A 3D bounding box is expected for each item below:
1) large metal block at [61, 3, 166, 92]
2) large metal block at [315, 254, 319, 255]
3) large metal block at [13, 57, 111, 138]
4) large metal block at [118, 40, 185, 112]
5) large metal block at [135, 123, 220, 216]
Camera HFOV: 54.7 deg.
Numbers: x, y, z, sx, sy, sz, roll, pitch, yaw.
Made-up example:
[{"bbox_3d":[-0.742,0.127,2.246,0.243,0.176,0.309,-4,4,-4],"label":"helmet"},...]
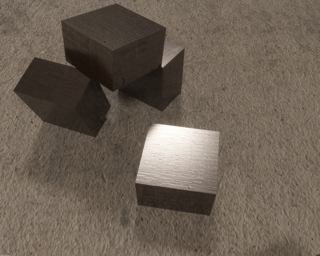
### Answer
[{"bbox_3d":[-0.052,-0.096,0.355,0.080,0.050,0.081,34,49,25],"label":"large metal block"},{"bbox_3d":[0.116,0.164,0.251,0.081,0.050,0.080,-18,53,-15],"label":"large metal block"},{"bbox_3d":[-0.118,-0.036,0.390,0.080,0.080,0.050,16,68,13],"label":"large metal block"},{"bbox_3d":[-0.015,-0.081,0.436,0.080,0.080,0.050,28,55,21],"label":"large metal block"},{"bbox_3d":[0.021,0.045,0.349,0.080,0.050,0.080,7,50,5],"label":"large metal block"}]
